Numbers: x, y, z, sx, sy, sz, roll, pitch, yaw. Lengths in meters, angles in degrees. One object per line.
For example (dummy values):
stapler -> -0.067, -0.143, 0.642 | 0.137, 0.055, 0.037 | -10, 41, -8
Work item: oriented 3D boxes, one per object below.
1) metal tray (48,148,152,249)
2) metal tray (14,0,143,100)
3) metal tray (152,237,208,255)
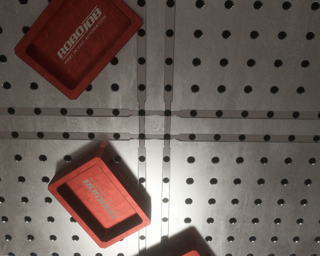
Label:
metal tray -> -0.083, 0.104, 0.447 | 0.090, 0.030, 0.130 | -31, 108, 10
metal tray -> -0.095, -0.109, 0.368 | 0.090, 0.030, 0.130 | 42, 105, -14
metal tray -> 0.021, 0.242, 0.500 | 0.130, 0.030, 0.090 | -30, 108, 10
